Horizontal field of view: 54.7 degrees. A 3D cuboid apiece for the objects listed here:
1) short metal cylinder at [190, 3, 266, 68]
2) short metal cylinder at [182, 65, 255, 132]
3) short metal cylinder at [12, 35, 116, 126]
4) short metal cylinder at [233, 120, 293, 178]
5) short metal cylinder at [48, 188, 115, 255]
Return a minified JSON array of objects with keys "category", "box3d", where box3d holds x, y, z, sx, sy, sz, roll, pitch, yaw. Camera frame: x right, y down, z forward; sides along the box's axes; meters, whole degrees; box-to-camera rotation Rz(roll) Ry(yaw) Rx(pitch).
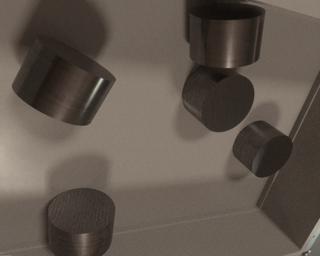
[{"category":"short metal cylinder","box3d":[0.074,-0.106,0.349,0.081,0.080,0.050,-17,125,-19]},{"category":"short metal cylinder","box3d":[0.076,-0.041,0.411,0.081,0.050,0.079,-14,125,-21]},{"category":"short metal cylinder","box3d":[-0.090,-0.045,0.297,0.080,0.080,0.050,23,106,-37]},{"category":"short metal cylinder","box3d":[0.168,0.034,0.508,0.081,0.050,0.079,-14,125,-21]},{"category":"short metal cylinder","box3d":[-0.100,0.122,0.395,0.081,0.080,0.050,-5,121,-26]}]
